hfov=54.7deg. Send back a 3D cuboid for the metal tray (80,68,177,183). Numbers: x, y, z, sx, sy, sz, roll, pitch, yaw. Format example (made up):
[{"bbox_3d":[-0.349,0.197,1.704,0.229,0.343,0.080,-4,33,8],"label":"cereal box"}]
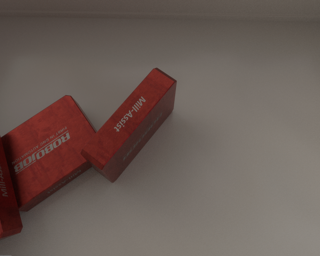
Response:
[{"bbox_3d":[-0.032,0.000,0.374,0.030,0.090,0.130,36,74,11],"label":"metal tray"}]

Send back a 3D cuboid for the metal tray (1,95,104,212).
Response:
[{"bbox_3d":[-0.142,0.031,0.387,0.130,0.030,0.090,-35,74,-6],"label":"metal tray"}]

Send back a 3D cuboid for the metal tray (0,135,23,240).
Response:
[{"bbox_3d":[-0.217,0.071,0.354,0.090,0.030,0.129,-23,77,14],"label":"metal tray"}]
